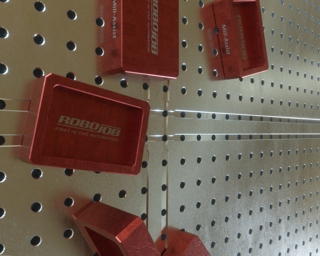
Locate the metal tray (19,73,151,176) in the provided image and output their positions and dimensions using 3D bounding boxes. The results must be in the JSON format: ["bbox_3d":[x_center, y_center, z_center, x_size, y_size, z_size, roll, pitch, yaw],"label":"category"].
[{"bbox_3d":[-0.076,0.001,0.343,0.131,0.030,0.090,14,81,-39],"label":"metal tray"}]

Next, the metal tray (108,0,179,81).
[{"bbox_3d":[-0.019,-0.129,0.392,0.091,0.030,0.129,0,90,-40],"label":"metal tray"}]

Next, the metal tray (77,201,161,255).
[{"bbox_3d":[-0.033,0.148,0.341,0.030,0.090,0.129,-36,113,-34],"label":"metal tray"}]

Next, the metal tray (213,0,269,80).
[{"bbox_3d":[0.140,-0.154,0.525,0.091,0.030,0.129,-20,103,-38],"label":"metal tray"}]

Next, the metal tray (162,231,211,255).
[{"bbox_3d":[0.045,0.226,0.447,0.090,0.030,0.130,-46,118,-30],"label":"metal tray"}]
